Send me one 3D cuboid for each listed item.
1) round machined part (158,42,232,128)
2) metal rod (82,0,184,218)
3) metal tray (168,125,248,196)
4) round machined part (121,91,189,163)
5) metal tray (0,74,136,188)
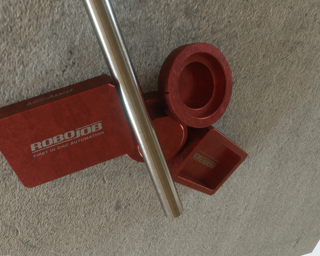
[{"bbox_3d":[0.037,-0.051,0.373,0.099,0.042,0.097,-6,100,-34],"label":"round machined part"},{"bbox_3d":[-0.026,-0.022,0.337,0.025,0.025,0.298,-25,114,-13],"label":"metal rod"},{"bbox_3d":[0.068,0.047,0.457,0.090,0.030,0.130,-51,139,8],"label":"metal tray"},{"bbox_3d":[-0.004,0.005,0.399,0.099,0.042,0.097,-14,124,-21],"label":"round machined part"},{"bbox_3d":[-0.101,0.004,0.338,0.131,0.030,0.090,-20,124,-6],"label":"metal tray"}]
